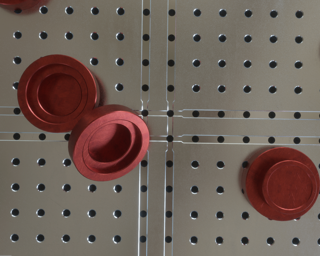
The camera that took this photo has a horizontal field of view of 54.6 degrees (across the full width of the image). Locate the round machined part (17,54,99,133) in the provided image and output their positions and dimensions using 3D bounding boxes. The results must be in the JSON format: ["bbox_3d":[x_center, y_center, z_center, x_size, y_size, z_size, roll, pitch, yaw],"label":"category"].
[{"bbox_3d":[-0.128,-0.043,0.404,0.099,0.042,0.097,0,90,0],"label":"round machined part"}]

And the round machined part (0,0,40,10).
[{"bbox_3d":[-0.197,-0.210,0.403,0.099,0.042,0.097,0,90,0],"label":"round machined part"}]

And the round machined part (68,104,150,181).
[{"bbox_3d":[-0.066,0.015,0.388,0.099,0.042,0.097,-17,125,-25],"label":"round machined part"}]

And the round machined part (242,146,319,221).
[{"bbox_3d":[0.161,0.074,0.406,0.099,0.042,0.097,0,90,0],"label":"round machined part"}]
